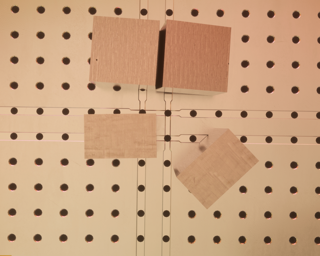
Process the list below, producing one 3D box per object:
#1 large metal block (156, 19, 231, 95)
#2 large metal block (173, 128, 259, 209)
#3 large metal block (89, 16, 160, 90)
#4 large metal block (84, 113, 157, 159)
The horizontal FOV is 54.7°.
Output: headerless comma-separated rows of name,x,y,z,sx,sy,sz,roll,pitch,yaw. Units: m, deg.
large metal block,0.041,-0.086,0.395,0.081,0.050,0.079,4,90,-10
large metal block,0.065,0.046,0.387,0.080,0.080,0.050,-43,91,0
large metal block,-0.043,-0.094,0.400,0.081,0.050,0.079,4,90,-1
large metal block,-0.044,0.009,0.385,0.081,0.080,0.050,-1,90,-1
